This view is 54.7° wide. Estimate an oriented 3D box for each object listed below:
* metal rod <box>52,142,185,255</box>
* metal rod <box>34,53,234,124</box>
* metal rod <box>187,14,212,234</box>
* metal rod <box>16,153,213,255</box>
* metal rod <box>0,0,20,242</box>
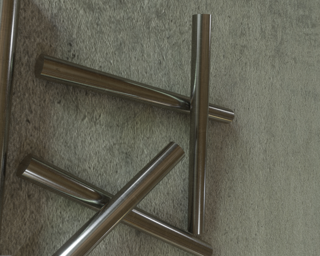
[{"bbox_3d":[-0.081,0.119,0.313,0.301,0.025,0.025,-43,116,-23],"label":"metal rod"},{"bbox_3d":[-0.005,-0.040,0.402,0.302,0.025,0.025,11,83,-40],"label":"metal rod"},{"bbox_3d":[0.053,0.003,0.423,0.025,0.025,0.298,-9,105,-40],"label":"metal rod"},{"bbox_3d":[-0.031,0.110,0.381,0.301,0.025,0.025,37,67,-34],"label":"metal rod"},{"bbox_3d":[-0.150,0.005,0.279,0.025,0.025,0.298,6,86,-40],"label":"metal rod"}]
